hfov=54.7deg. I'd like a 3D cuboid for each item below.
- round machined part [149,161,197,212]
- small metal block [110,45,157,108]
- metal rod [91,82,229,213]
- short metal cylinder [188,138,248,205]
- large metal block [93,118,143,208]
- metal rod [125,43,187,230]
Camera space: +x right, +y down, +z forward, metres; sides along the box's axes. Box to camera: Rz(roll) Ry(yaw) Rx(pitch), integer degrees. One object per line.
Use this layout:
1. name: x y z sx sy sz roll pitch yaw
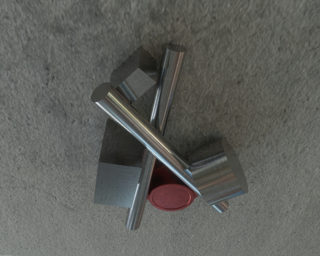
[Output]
1. round machined part: 0.017 0.092 0.477 0.099 0.042 0.097 -1 130 0
2. small metal block: -0.030 -0.056 0.344 0.050 0.050 0.025 -37 121 27
3. metal rod: 0.021 0.045 0.402 0.025 0.025 0.300 -26 135 20
4. short metal cylinder: 0.080 0.059 0.425 0.050 0.080 0.080 -26 126 20
5. large metal block: -0.054 0.046 0.412 0.050 0.080 0.079 9 130 -8
6. metal rod: -0.014 0.034 0.417 0.025 0.025 0.298 9 124 -8
